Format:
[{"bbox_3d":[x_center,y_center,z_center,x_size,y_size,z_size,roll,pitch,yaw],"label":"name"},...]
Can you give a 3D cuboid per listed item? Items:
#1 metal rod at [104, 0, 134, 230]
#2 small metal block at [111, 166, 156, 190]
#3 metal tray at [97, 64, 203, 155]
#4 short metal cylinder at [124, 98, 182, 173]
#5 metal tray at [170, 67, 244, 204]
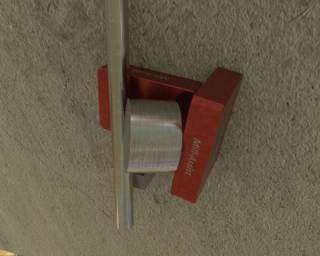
[{"bbox_3d":[-0.048,-0.002,0.380,0.025,0.025,0.298,10,114,22],"label":"metal rod"},{"bbox_3d":[-0.034,0.057,0.444,0.050,0.050,0.025,12,123,21],"label":"small metal block"},{"bbox_3d":[-0.015,-0.027,0.394,0.130,0.030,0.089,17,125,18],"label":"metal tray"},{"bbox_3d":[-0.011,0.009,0.335,0.050,0.080,0.079,2,126,-12],"label":"short metal cylinder"},{"bbox_3d":[0.051,0.008,0.343,0.030,0.090,0.129,21,126,16],"label":"metal tray"}]
